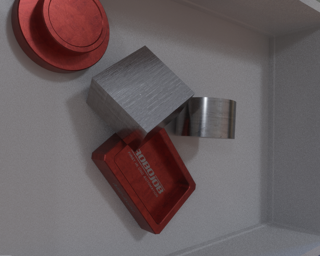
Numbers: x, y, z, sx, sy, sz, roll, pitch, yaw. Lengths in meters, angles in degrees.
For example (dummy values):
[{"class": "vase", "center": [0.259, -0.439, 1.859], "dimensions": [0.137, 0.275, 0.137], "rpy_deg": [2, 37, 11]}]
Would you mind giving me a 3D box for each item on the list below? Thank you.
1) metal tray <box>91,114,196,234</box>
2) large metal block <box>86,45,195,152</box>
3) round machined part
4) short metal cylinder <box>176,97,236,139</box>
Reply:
[{"class": "metal tray", "center": [-0.015, 0.057, 0.392], "dimensions": [0.090, 0.030, 0.130], "rpy_deg": [-44, 117, -31]}, {"class": "large metal block", "center": [-0.022, -0.034, 0.350], "dimensions": [0.080, 0.050, 0.080], "rpy_deg": [45, 57, 6]}, {"class": "round machined part", "center": [-0.094, -0.107, 0.318], "dimensions": [0.099, 0.042, 0.097], "rpy_deg": [0, 90, -40]}, {"class": "short metal cylinder", "center": [0.063, -0.012, 0.426], "dimensions": [0.081, 0.080, 0.050], "rpy_deg": [5, 87, -40]}]
